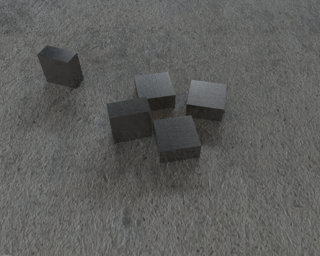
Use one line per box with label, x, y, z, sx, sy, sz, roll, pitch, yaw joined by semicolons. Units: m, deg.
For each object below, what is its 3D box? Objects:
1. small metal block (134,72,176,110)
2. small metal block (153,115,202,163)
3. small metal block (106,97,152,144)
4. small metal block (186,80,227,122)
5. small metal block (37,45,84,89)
small metal block;-0.008;-0.053;0.447;0.050;0.025;0.050;-8;51;-7
small metal block;0.020;0.014;0.392;0.050;0.025;0.050;-8;51;-7
small metal block;-0.038;-0.009;0.394;0.050;0.050;0.025;-11;51;-9
small metal block;0.065;-0.039;0.436;0.050;0.025;0.050;9;51;7
small metal block;-0.147;-0.090;0.462;0.050;0.050;0.025;16;52;13
